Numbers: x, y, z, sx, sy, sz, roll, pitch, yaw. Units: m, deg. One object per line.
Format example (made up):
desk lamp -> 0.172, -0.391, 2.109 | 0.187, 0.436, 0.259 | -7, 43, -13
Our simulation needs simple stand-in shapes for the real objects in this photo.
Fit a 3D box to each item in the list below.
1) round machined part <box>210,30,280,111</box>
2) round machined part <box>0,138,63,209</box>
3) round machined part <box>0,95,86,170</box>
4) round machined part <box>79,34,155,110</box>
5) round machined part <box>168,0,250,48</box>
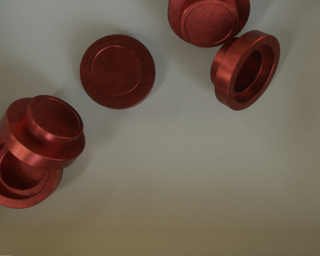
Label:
round machined part -> 0.101, -0.074, 0.386 | 0.042, 0.098, 0.098 | 38, 90, 36
round machined part -> -0.174, 0.050, 0.401 | 0.099, 0.042, 0.097 | 0, 90, -1
round machined part -> -0.132, -0.001, 0.370 | 0.098, 0.098, 0.042 | 44, 116, 0
round machined part -> -0.055, -0.073, 0.402 | 0.099, 0.042, 0.097 | 0, 90, -1
round machined part -> 0.058, -0.136, 0.373 | 0.099, 0.097, 0.042 | 4, 55, -1
